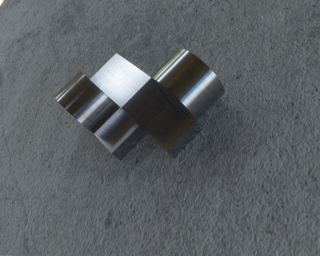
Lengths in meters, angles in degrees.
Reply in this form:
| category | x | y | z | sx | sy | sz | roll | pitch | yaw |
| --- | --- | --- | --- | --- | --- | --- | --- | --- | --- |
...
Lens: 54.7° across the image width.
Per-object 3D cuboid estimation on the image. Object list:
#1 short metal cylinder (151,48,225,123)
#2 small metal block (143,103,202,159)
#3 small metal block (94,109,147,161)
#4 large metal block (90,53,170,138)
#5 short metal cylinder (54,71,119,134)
| category | x | y | z | sx | sy | sz | roll | pitch | yaw |
| --- | --- | --- | --- | --- | --- | --- | --- | --- | --- |
| short metal cylinder | 0.033 | -0.051 | 0.385 | 0.050 | 0.080 | 0.080 | -46 | 51 | -4 |
| small metal block | 0.016 | 0.003 | 0.396 | 0.050 | 0.025 | 0.050 | -46 | 51 | -4 |
| small metal block | -0.055 | 0.009 | 0.430 | 0.050 | 0.025 | 0.050 | -46 | 51 | -4 |
| large metal block | -0.035 | -0.043 | 0.415 | 0.050 | 0.080 | 0.080 | -46 | 52 | -4 |
| short metal cylinder | -0.103 | -0.036 | 0.446 | 0.050 | 0.080 | 0.080 | -46 | 51 | -4 |
